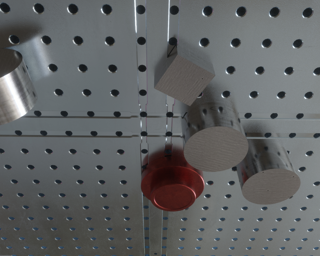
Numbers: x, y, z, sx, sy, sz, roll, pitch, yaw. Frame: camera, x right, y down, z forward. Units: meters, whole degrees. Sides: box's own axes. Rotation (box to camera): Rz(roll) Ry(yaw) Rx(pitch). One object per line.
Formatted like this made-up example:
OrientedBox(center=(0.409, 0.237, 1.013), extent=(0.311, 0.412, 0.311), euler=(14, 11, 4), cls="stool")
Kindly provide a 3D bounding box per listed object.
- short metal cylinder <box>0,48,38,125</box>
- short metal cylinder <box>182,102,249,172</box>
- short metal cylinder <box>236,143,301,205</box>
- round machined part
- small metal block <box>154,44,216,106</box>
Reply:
OrientedBox(center=(-0.182, -0.045, 0.335), extent=(0.080, 0.080, 0.050), euler=(-3, 130, 2), cls="short metal cylinder")
OrientedBox(center=(0.070, 0.012, 0.406), extent=(0.081, 0.050, 0.079), euler=(0, 130, 0), cls="short metal cylinder")
OrientedBox(center=(0.156, 0.068, 0.454), extent=(0.081, 0.050, 0.079), euler=(0, 130, 0), cls="short metal cylinder")
OrientedBox(center=(0.020, 0.093, 0.479), extent=(0.099, 0.042, 0.097), euler=(0, 130, 0), cls="round machined part")
OrientedBox(center=(0.028, -0.060, 0.360), extent=(0.050, 0.025, 0.050), euler=(24, 126, -20), cls="small metal block")
